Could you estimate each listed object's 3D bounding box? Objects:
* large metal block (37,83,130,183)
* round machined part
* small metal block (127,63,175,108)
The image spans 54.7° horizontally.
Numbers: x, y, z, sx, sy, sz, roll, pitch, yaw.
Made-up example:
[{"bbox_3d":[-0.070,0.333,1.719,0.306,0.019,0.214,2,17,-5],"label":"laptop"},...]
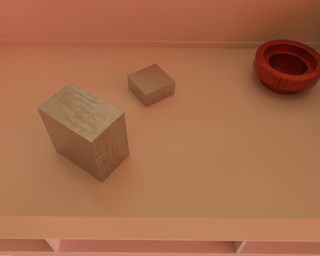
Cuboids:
[{"bbox_3d":[-0.086,0.006,0.363,0.080,0.080,0.050,29,56,22],"label":"large metal block"},{"bbox_3d":[0.191,-0.089,0.471,0.099,0.042,0.098,0,50,0],"label":"round machined part"},{"bbox_3d":[-0.013,-0.064,0.459,0.050,0.025,0.050,-28,56,-22],"label":"small metal block"}]
